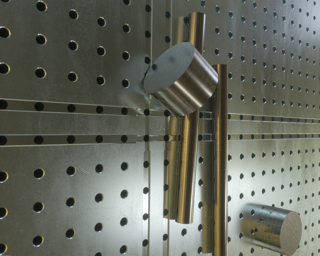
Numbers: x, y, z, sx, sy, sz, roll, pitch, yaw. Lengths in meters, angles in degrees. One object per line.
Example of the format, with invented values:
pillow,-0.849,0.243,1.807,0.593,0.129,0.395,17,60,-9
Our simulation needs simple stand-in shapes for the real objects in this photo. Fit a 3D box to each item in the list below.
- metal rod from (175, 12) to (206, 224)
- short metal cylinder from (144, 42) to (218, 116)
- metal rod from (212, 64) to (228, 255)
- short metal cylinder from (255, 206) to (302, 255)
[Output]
metal rod,0.044,-0.016,0.445,0.025,0.025,0.298,7,86,-40
short metal cylinder,0.026,-0.062,0.395,0.050,0.080,0.080,40,66,-33
metal rod,0.094,0.051,0.488,0.025,0.025,0.298,0,90,-40
short metal cylinder,0.222,0.191,0.580,0.081,0.050,0.079,0,90,-40
